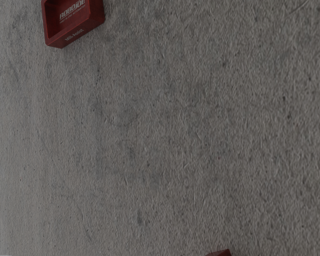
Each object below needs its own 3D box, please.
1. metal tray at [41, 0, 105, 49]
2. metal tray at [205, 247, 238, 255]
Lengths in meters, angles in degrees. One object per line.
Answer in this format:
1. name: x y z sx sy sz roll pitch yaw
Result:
1. metal tray: -0.151 -0.200 0.526 0.130 0.030 0.090 -14 81 39
2. metal tray: 0.050 0.185 0.312 0.030 0.131 0.090 -32 70 35
